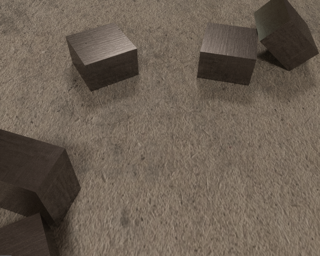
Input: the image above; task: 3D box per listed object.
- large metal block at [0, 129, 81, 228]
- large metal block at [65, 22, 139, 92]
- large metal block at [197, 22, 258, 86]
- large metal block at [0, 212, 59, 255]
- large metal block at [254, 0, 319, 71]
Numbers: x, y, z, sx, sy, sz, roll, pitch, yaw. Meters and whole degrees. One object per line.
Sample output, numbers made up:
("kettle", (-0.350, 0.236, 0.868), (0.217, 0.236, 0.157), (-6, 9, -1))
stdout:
("large metal block", (-0.138, 0.053, 0.321), (0.080, 0.080, 0.050), (15, 52, 11))
("large metal block", (-0.089, -0.112, 0.480), (0.081, 0.050, 0.080), (-24, 54, -19))
("large metal block", (0.107, -0.118, 0.487), (0.080, 0.050, 0.080), (10, 51, 8))
("large metal block", (-0.131, 0.135, 0.272), (0.081, 0.050, 0.080), (-20, 53, -16))
("large metal block", (0.198, -0.152, 0.491), (0.080, 0.050, 0.080), (33, 43, -29))
